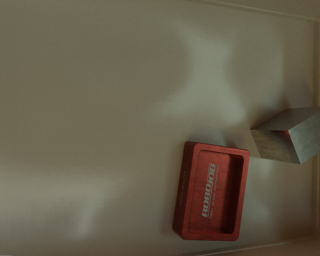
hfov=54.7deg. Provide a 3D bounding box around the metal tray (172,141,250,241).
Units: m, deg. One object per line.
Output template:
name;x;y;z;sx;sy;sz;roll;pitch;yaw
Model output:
metal tray;0.073;0.089;0.436;0.091;0.030;0.129;10;87;-20

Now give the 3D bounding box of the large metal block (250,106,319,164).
large metal block;0.197;0.008;0.456;0.081;0.080;0.050;-27;99;-18
